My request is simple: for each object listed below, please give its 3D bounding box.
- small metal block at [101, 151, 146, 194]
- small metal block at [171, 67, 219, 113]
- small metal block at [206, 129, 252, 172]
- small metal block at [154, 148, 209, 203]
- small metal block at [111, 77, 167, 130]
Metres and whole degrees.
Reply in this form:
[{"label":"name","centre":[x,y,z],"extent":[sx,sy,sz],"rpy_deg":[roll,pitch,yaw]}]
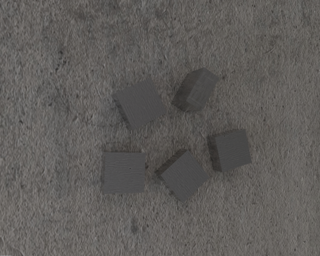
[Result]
[{"label":"small metal block","centre":[-0.047,0.055,0.392],"extent":[0.050,0.025,0.050],"rpy_deg":[3,89,-20]},{"label":"small metal block","centre":[0.046,-0.049,0.412],"extent":[0.025,0.050,0.050],"rpy_deg":[32,80,-17]},{"label":"small metal block","centre":[0.099,0.031,0.446],"extent":[0.050,0.025,0.050],"rpy_deg":[-14,95,-20]},{"label":"small metal block","centre":[0.030,0.064,0.420],"extent":[0.050,0.025,0.050],"rpy_deg":[-41,103,-15]},{"label":"small metal block","centre":[-0.027,-0.031,0.399],"extent":[0.050,0.025,0.050],"rpy_deg":[-28,99,-18]}]
